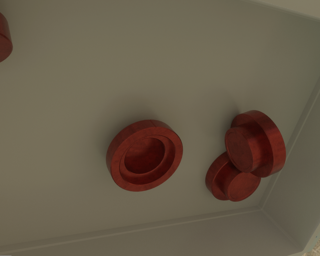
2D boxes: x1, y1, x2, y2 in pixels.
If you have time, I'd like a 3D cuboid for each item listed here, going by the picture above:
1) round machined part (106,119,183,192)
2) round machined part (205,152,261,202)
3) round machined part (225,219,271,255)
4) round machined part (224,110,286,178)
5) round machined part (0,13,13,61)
[{"bbox_3d":[-0.023,0.031,0.404,0.099,0.042,0.097,-14,124,-21],"label":"round machined part"},{"bbox_3d":[0.129,0.084,0.520,0.099,0.042,0.097,-14,124,-21],"label":"round machined part"},{"bbox_3d":[0.175,0.226,0.636,0.099,0.042,0.097,-14,124,-21],"label":"round machined part"},{"bbox_3d":[0.130,0.026,0.449,0.042,0.098,0.097,-19,126,-18],"label":"round machined part"},{"bbox_3d":[-0.169,-0.077,0.234,0.099,0.098,0.042,-11,84,-22],"label":"round machined part"}]
